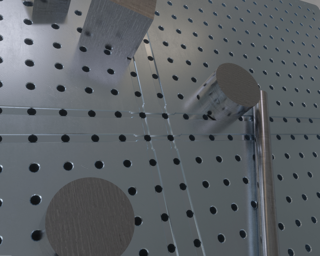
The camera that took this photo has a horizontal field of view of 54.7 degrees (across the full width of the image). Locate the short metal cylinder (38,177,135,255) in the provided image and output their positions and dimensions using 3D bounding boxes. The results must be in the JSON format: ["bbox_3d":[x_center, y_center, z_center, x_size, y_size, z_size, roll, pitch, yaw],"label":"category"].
[{"bbox_3d":[-0.071,0.094,0.297,0.081,0.050,0.080,14,56,-21],"label":"short metal cylinder"}]

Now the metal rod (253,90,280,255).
[{"bbox_3d":[0.152,0.065,0.450,0.025,0.025,0.300,21,54,-16],"label":"metal rod"}]

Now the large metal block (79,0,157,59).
[{"bbox_3d":[-0.059,-0.155,0.436,0.081,0.080,0.050,18,55,-18],"label":"large metal block"}]

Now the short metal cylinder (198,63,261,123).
[{"bbox_3d":[0.108,-0.054,0.483,0.081,0.050,0.080,14,56,-21],"label":"short metal cylinder"}]

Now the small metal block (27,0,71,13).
[{"bbox_3d":[-0.161,-0.191,0.438,0.050,0.025,0.050,-15,70,-34],"label":"small metal block"}]
